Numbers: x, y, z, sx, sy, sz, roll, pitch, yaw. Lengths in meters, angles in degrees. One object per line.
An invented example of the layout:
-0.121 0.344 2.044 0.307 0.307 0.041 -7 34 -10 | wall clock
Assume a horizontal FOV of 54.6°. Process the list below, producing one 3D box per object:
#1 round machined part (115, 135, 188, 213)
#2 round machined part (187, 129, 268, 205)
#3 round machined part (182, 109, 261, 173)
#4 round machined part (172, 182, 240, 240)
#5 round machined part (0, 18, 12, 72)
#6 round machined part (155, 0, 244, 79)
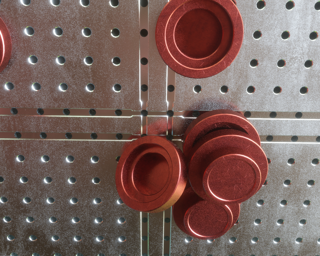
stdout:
-0.007 0.062 0.408 0.098 0.098 0.042 -41 146 13 | round machined part
0.084 0.054 0.380 0.099 0.042 0.097 0 110 0 | round machined part
0.079 0.021 0.413 0.099 0.042 0.097 0 110 0 | round machined part
0.067 0.122 0.449 0.099 0.042 0.097 0 110 0 | round machined part
-0.234 -0.101 0.365 0.099 0.042 0.097 0 110 0 | round machined part
0.044 -0.110 0.364 0.099 0.042 0.097 0 110 0 | round machined part
